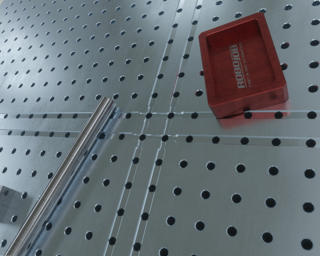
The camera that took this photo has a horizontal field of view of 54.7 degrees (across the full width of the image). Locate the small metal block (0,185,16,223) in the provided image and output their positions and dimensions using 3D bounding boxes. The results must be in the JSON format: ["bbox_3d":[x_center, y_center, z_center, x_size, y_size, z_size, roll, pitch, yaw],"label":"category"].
[{"bbox_3d":[-0.255,0.113,0.470,0.050,0.025,0.050,0,62,27],"label":"small metal block"}]

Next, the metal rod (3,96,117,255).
[{"bbox_3d":[-0.146,0.086,0.429,0.025,0.025,0.300,17,70,34],"label":"metal rod"}]

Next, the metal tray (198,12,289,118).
[{"bbox_3d":[0.103,-0.083,0.401,0.090,0.030,0.130,-15,56,19],"label":"metal tray"}]
